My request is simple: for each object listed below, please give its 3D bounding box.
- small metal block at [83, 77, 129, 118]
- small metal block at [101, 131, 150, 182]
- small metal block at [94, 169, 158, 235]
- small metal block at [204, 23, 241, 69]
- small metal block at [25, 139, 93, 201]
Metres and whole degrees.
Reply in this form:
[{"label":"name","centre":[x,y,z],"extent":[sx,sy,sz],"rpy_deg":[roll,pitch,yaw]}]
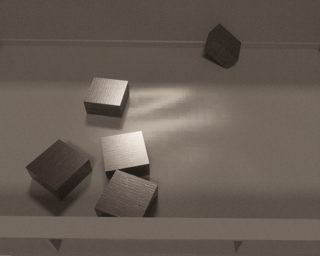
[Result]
[{"label":"small metal block","centre":[-0.075,-0.044,0.441],"extent":[0.050,0.025,0.050],"rpy_deg":[7,50,5]},{"label":"small metal block","centre":[-0.042,0.034,0.376],"extent":[0.050,0.025,0.050],"rpy_deg":[-9,51,-8]},{"label":"small metal block","centre":[-0.035,0.080,0.338],"extent":[0.050,0.025,0.050],"rpy_deg":[17,52,13]},{"label":"small metal block","centre":[0.102,-0.132,0.502],"extent":[0.050,0.025,0.050],"rpy_deg":[34,49,-19]},{"label":"small metal block","centre":[-0.117,0.048,0.363],"extent":[0.050,0.025,0.050],"rpy_deg":[29,56,22]}]
